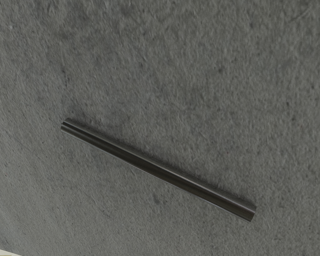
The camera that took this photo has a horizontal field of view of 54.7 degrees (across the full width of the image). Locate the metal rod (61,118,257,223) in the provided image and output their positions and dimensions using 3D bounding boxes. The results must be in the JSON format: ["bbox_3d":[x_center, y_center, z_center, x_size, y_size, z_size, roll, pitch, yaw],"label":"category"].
[{"bbox_3d":[-0.011,0.055,0.445,0.301,0.025,0.025,24,127,13],"label":"metal rod"}]
